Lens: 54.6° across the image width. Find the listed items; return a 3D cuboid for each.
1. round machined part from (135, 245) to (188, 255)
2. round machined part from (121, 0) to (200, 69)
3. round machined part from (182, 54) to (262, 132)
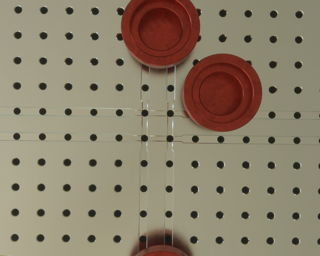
[{"bbox_3d":[0.002,0.201,0.405,0.099,0.042,0.097,0,90,0],"label":"round machined part"},{"bbox_3d":[0.001,-0.126,0.405,0.099,0.042,0.097,0,90,0],"label":"round machined part"},{"bbox_3d":[0.078,-0.044,0.405,0.099,0.042,0.097,0,90,0],"label":"round machined part"}]
